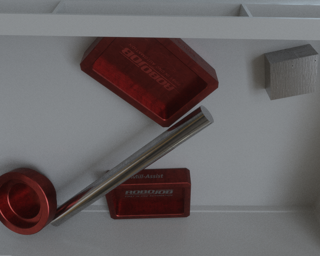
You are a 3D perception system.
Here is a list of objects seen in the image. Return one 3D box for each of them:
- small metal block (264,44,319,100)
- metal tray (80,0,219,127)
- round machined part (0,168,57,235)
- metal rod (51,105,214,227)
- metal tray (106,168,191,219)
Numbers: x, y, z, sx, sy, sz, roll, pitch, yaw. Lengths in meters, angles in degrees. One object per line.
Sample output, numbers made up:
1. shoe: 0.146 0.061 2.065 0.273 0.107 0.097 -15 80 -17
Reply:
1. small metal block: 0.150 -0.064 0.357 0.050 0.025 0.050 -11 130 8
2. metal tray: -0.010 -0.066 0.349 0.130 0.030 0.090 35 122 -27
3. round machined part: -0.197 0.106 0.466 0.098 0.042 0.097 3 102 15
4. metal rod: -0.055 0.063 0.425 0.299 0.025 0.025 -36 122 25
5. metal tray: -0.018 0.107 0.496 0.131 0.030 0.089 -2 130 1
